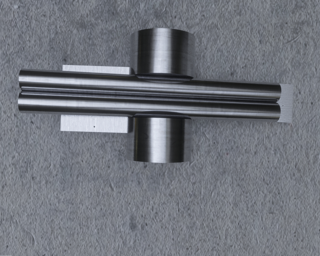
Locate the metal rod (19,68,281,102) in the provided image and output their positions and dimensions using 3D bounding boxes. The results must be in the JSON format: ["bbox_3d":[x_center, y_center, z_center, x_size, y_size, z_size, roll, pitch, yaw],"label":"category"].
[{"bbox_3d":[-0.004,-0.049,0.366,0.302,0.025,0.025,2,90,-8],"label":"metal rod"}]

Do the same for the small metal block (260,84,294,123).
[{"bbox_3d":[0.146,-0.033,0.413,0.050,0.025,0.050,3,90,0],"label":"small metal block"}]

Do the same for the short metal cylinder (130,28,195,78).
[{"bbox_3d":[0.003,-0.086,0.384,0.081,0.080,0.050,2,90,0],"label":"short metal cylinder"}]

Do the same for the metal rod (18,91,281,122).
[{"bbox_3d":[-0.005,-0.024,0.366,0.302,0.025,0.025,2,90,-8],"label":"metal rod"}]

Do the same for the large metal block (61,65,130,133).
[{"bbox_3d":[-0.078,-0.035,0.398,0.081,0.050,0.080,2,90,0],"label":"large metal block"}]

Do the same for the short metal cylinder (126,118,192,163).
[{"bbox_3d":[-0.001,0.013,0.384,0.081,0.080,0.050,2,90,0],"label":"short metal cylinder"}]
